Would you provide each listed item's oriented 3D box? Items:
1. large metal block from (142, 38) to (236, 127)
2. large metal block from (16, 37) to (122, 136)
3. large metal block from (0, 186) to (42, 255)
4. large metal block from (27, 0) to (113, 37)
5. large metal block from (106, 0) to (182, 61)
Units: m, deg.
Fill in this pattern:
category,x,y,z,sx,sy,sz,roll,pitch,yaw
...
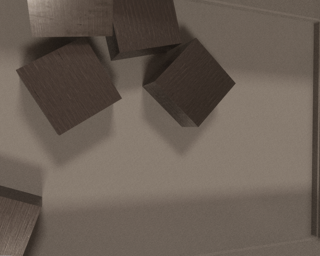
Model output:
category,x,y,z,sx,sy,sz,roll,pitch,yaw
large metal block,0.038,-0.057,0.412,0.080,0.050,0.080,45,76,-15
large metal block,-0.104,-0.047,0.359,0.080,0.050,0.080,-34,101,-17
large metal block,-0.182,0.106,0.331,0.080,0.050,0.080,22,83,-19
large metal block,-0.100,-0.136,0.337,0.081,0.080,0.050,-7,124,-20
large metal block,-0.027,-0.134,0.388,0.081,0.050,0.080,-14,95,-20
